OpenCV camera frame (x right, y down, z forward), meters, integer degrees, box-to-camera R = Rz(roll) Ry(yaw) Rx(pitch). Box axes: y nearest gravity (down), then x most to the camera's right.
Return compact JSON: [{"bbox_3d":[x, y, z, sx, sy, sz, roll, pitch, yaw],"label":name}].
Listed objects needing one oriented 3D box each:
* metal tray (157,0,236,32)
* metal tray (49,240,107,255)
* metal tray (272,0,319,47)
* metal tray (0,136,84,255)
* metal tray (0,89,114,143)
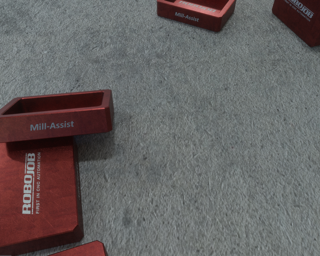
[{"bbox_3d":[0.070,-0.236,0.598,0.130,0.030,0.090,22,53,17],"label":"metal tray"},{"bbox_3d":[-0.077,0.171,0.255,0.091,0.030,0.130,-14,51,-12],"label":"metal tray"},{"bbox_3d":[0.255,-0.216,0.543,0.030,0.090,0.130,-15,52,-12],"label":"metal tray"},{"bbox_3d":[-0.137,0.067,0.343,0.091,0.030,0.130,-10,51,-9],"label":"metal tray"},{"bbox_3d":[-0.126,-0.018,0.388,0.131,0.030,0.090,-6,21,-5],"label":"metal tray"}]
